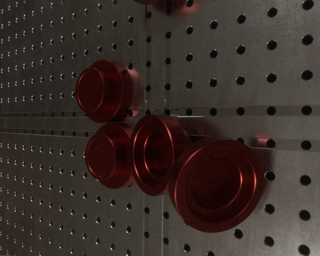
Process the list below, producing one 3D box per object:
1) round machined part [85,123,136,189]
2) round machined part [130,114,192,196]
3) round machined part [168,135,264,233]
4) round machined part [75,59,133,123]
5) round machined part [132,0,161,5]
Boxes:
[{"bbox_3d":[-0.073,0.041,0.456,0.098,0.042,0.097,0,90,39],"label":"round machined part"},{"bbox_3d":[0.005,0.032,0.382,0.098,0.042,0.097,-1,89,55],"label":"round machined part"},{"bbox_3d":[0.055,0.055,0.326,0.042,0.099,0.097,-147,65,-69],"label":"round machined part"},{"bbox_3d":[-0.091,-0.056,0.471,0.098,0.042,0.097,0,90,39],"label":"round machined part"},{"bbox_3d":[-0.008,-0.210,0.403,0.098,0.042,0.097,0,90,39],"label":"round machined part"}]
